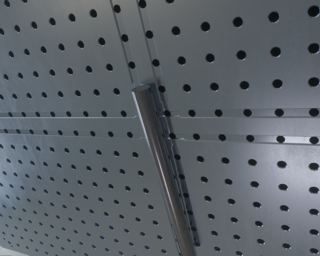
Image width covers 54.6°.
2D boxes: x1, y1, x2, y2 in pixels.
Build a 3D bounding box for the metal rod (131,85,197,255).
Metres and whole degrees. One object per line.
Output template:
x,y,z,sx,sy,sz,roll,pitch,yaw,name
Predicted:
0.012,0.080,0.455,0.025,0.025,0.299,-1,118,29,metal rod
